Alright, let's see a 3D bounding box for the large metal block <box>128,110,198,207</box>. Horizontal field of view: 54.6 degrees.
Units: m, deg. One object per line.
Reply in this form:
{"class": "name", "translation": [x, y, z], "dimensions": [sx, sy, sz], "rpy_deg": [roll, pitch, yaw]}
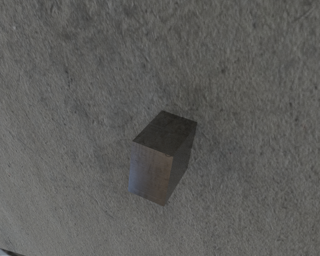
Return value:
{"class": "large metal block", "translation": [0.004, 0.036, 0.392], "dimensions": [0.050, 0.080, 0.079], "rpy_deg": [20, 126, 17]}
